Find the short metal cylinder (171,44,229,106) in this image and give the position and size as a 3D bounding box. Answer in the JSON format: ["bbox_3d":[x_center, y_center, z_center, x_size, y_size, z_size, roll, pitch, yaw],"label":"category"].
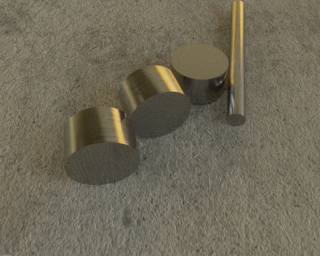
[{"bbox_3d":[0.056,-0.079,0.454,0.081,0.050,0.080,0,50,0],"label":"short metal cylinder"}]

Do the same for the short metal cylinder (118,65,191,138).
[{"bbox_3d":[-0.007,-0.032,0.395,0.081,0.080,0.050,-16,52,-13],"label":"short metal cylinder"}]

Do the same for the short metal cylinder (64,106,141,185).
[{"bbox_3d":[-0.066,0.022,0.349,0.081,0.080,0.050,-10,51,-8],"label":"short metal cylinder"}]

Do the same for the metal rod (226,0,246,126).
[{"bbox_3d":[0.126,-0.124,0.508,0.025,0.025,0.300,7,50,6],"label":"metal rod"}]
